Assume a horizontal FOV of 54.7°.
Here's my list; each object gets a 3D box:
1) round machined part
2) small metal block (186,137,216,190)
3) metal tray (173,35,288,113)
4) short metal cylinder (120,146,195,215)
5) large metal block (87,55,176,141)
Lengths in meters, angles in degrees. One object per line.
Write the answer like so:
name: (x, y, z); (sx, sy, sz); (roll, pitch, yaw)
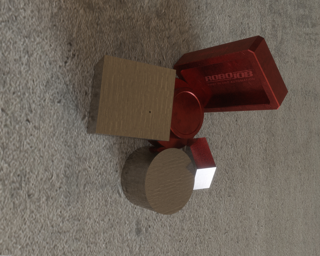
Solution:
round machined part: (0.021, -0.019, 0.416); (0.099, 0.042, 0.097); (0, 90, -40)
small metal block: (0.053, 0.049, 0.422); (0.025, 0.050, 0.050); (-5, 139, -10)
metal tray: (0.090, -0.065, 0.414); (0.030, 0.130, 0.090); (-52, 121, -28)
short metal cylinder: (-0.002, 0.064, 0.391); (0.081, 0.050, 0.079); (0, 90, -40)
large metal block: (-0.033, -0.029, 0.348); (0.081, 0.050, 0.080); (7, 85, -23)
